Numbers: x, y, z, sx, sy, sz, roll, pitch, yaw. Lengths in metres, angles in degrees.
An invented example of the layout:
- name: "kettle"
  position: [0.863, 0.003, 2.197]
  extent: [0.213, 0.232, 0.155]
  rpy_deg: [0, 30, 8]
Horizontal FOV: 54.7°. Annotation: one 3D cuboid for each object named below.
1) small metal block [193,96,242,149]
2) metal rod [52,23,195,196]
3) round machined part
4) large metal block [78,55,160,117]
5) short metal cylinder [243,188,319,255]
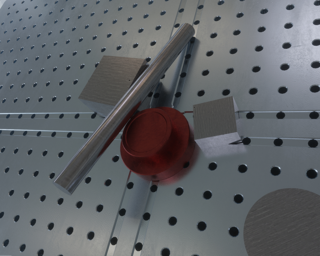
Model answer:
- name: "small metal block"
  position: [0.069, -0.006, 0.376]
  extent: [0.050, 0.025, 0.050]
  rpy_deg: [-12, 57, 21]
- name: "metal rod"
  position: [-0.032, -0.043, 0.409]
  extent: [0.025, 0.025, 0.301]
  rpy_deg: [14, 55, 33]
- name: "round machined part"
  position: [-0.009, 0.014, 0.394]
  extent: [0.098, 0.042, 0.098]
  rpy_deg: [-13, 56, 21]
- name: "large metal block"
  position: [-0.060, -0.058, 0.459]
  extent: [0.080, 0.050, 0.080]
  rpy_deg: [13, 68, 33]
- name: "short metal cylinder"
  position: [0.119, 0.099, 0.269]
  extent: [0.080, 0.050, 0.080]
  rpy_deg: [-13, 56, 21]
